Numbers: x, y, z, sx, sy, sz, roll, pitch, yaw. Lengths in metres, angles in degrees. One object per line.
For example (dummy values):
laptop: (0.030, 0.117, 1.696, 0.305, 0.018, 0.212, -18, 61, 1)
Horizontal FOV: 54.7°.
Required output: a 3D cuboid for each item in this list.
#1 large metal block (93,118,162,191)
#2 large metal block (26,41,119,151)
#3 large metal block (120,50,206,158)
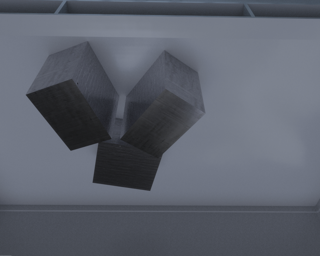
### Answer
large metal block: (-0.044, 0.036, 0.423, 0.081, 0.050, 0.079, 10, 130, -9)
large metal block: (-0.089, -0.036, 0.342, 0.050, 0.080, 0.080, -16, 128, 13)
large metal block: (0.001, -0.027, 0.350, 0.050, 0.080, 0.080, 29, 124, -23)
